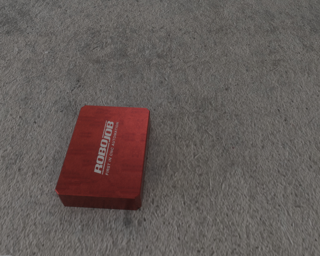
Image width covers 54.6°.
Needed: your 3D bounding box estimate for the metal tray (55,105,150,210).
[{"bbox_3d":[-0.062,0.031,0.374,0.090,0.030,0.130,3,50,2],"label":"metal tray"}]
